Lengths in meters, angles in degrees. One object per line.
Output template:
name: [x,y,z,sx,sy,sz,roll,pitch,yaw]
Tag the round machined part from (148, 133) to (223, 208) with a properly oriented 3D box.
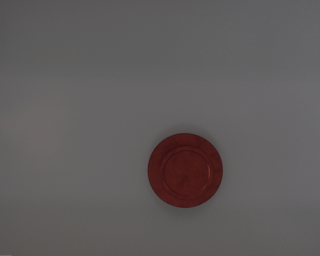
round machined part: [0.033,0.056,0.403,0.099,0.042,0.097,0,90,0]
